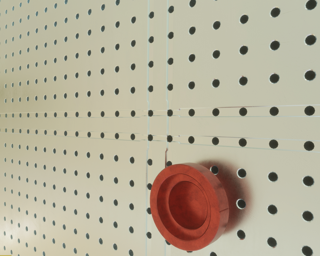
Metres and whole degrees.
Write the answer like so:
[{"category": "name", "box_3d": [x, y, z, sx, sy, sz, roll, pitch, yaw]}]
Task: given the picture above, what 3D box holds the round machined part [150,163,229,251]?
[{"category": "round machined part", "box_3d": [0.038, 0.090, 0.368, 0.098, 0.042, 0.097, 0, 90, 40]}]
